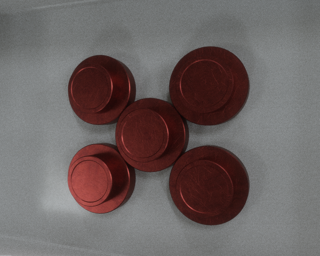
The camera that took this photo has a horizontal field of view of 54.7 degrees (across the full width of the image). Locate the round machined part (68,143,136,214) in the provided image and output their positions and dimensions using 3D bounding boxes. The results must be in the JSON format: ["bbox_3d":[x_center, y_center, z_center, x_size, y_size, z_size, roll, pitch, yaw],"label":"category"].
[{"bbox_3d":[-0.087,0.071,0.429,0.098,0.042,0.097,0,90,19],"label":"round machined part"}]

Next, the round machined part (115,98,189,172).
[{"bbox_3d":[-0.015,0.009,0.404,0.098,0.042,0.097,0,90,19],"label":"round machined part"}]

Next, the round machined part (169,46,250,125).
[{"bbox_3d":[0.058,-0.052,0.379,0.098,0.042,0.097,0,90,19],"label":"round machined part"}]

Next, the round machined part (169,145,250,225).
[{"bbox_3d":[0.058,0.071,0.379,0.098,0.042,0.097,0,90,19],"label":"round machined part"}]

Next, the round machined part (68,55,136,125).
[{"bbox_3d":[-0.087,-0.053,0.429,0.098,0.042,0.097,0,90,19],"label":"round machined part"}]
